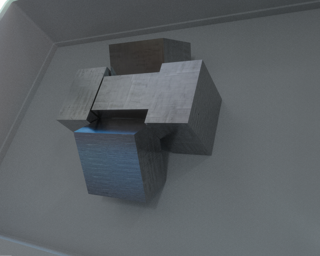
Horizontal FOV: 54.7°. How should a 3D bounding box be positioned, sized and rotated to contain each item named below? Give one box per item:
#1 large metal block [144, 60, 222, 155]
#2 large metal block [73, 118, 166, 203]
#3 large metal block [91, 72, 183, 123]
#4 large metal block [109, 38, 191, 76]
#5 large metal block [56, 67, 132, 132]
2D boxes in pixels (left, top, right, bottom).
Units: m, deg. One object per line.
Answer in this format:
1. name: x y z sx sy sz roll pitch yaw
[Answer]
1. large metal block: 0.032 -0.022 0.366 0.050 0.080 0.080 1 62 29
2. large metal block: -0.045 0.034 0.363 0.080 0.079 0.050 1 21 27
3. large metal block: -0.025 -0.025 0.397 0.080 0.080 0.050 1 62 28
4. large metal block: -0.010 -0.089 0.422 0.080 0.080 0.050 2 100 29
5. large metal block: -0.084 -0.027 0.430 0.050 0.080 0.080 1 62 29
